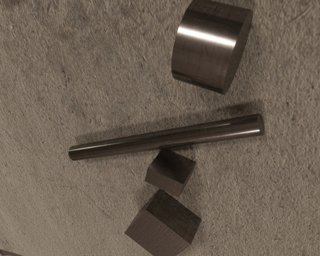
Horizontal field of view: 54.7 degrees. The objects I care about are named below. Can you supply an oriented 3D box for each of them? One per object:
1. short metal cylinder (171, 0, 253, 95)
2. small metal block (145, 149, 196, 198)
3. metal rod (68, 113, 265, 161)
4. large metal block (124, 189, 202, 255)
[{"bbox_3d":[0.050,-0.077,0.296,0.050,0.080,0.079,20,126,16],"label":"short metal cylinder"},{"bbox_3d":[0.015,0.059,0.418,0.050,0.050,0.025,23,127,13],"label":"small metal block"},{"bbox_3d":[-0.013,0.018,0.423,0.300,0.025,0.025,-10,113,32],"label":"metal rod"},{"bbox_3d":[0.004,0.153,0.482,0.080,0.050,0.080,37,129,2],"label":"large metal block"}]
